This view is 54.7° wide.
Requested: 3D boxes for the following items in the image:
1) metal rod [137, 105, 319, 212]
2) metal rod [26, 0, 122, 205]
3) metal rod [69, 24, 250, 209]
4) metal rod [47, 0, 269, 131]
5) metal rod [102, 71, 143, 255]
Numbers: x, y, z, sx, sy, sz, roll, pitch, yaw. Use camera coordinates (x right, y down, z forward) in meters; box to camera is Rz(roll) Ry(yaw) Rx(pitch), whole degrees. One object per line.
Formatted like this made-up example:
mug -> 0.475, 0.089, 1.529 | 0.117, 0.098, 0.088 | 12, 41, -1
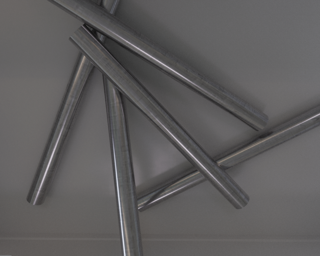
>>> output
metal rod -> 0.099, 0.042, 0.427 | 0.301, 0.025, 0.025 | -28, 108, 9
metal rod -> -0.118, -0.024, 0.401 | 0.025, 0.025, 0.298 | 23, 108, -8
metal rod -> 0.010, -0.003, 0.381 | 0.025, 0.025, 0.300 | -41, 106, 13
metal rod -> 0.009, -0.077, 0.365 | 0.301, 0.025, 0.025 | 29, 108, -17
metal rod -> -0.042, 0.069, 0.373 | 0.025, 0.025, 0.298 | -7, 86, 2
